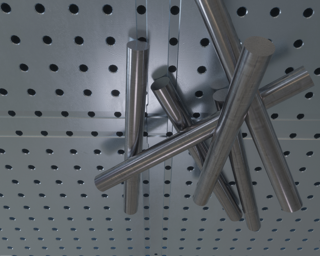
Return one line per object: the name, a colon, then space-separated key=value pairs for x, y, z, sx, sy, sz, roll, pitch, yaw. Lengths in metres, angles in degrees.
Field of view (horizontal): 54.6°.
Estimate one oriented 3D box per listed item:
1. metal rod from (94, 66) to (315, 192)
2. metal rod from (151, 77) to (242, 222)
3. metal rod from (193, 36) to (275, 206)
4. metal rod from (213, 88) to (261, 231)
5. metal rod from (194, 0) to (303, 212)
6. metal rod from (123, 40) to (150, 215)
metal rod: x=0.037 y=0.012 z=0.387 sx=0.300 sy=0.025 sz=0.025 roll=-29 pitch=124 yaw=22
metal rod: x=0.066 y=0.050 z=0.453 sx=0.025 sy=0.025 sz=0.300 roll=-21 pitch=127 yaw=16
metal rod: x=0.072 y=0.023 z=0.368 sx=0.025 sy=0.025 sz=0.299 roll=2 pitch=144 yaw=-2
metal rod: x=0.123 y=0.068 z=0.469 sx=0.025 sy=0.025 sz=0.299 roll=-14 pitch=129 yaw=12
metal rod: x=0.093 y=-0.033 z=0.326 sx=0.025 sy=0.025 sz=0.299 roll=-22 pitch=109 yaw=17
metal rod: x=-0.037 y=0.024 z=0.431 sx=0.025 sy=0.025 sz=0.298 roll=4 pitch=130 yaw=-3
